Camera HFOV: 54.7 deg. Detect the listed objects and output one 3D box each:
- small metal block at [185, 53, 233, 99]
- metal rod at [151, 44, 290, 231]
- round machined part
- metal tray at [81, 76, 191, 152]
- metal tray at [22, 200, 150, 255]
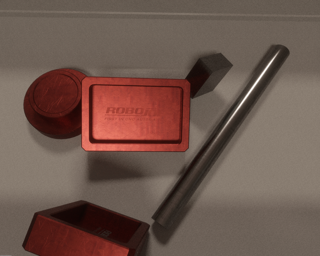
[{"bbox_3d":[0.062,-0.070,0.413,0.050,0.050,0.025,-25,69,-44],"label":"small metal block"},{"bbox_3d":[0.089,0.001,0.410,0.025,0.025,0.300,35,73,11],"label":"metal rod"},{"bbox_3d":[-0.133,-0.038,0.413,0.099,0.042,0.098,0,70,0],"label":"round machined part"},{"bbox_3d":[-0.030,-0.017,0.388,0.131,0.030,0.089,1,96,-5],"label":"metal tray"},{"bbox_3d":[-0.063,0.107,0.312,0.090,0.130,0.030,18,83,6],"label":"metal tray"}]
